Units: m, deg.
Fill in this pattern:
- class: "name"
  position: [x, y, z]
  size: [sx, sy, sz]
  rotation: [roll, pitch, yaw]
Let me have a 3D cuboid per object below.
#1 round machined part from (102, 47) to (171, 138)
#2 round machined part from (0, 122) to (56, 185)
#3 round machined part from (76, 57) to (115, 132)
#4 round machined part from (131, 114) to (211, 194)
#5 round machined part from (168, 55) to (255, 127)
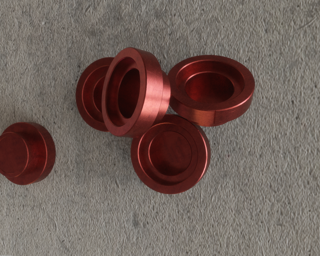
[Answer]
- class: "round machined part"
  position: [-0.025, -0.037, 0.348]
  size: [0.098, 0.042, 0.098]
  rotation: [-12, 75, 53]
- class: "round machined part"
  position: [-0.214, 0.039, 0.476]
  size: [0.098, 0.042, 0.097]
  rotation: [0, 90, 20]
- class: "round machined part"
  position: [-0.061, -0.044, 0.421]
  size: [0.098, 0.042, 0.097]
  rotation: [0, 90, 20]
- class: "round machined part"
  position: [0.016, 0.031, 0.393]
  size: [0.098, 0.042, 0.097]
  rotation: [1, 92, 21]
- class: "round machined part"
  position: [0.057, -0.040, 0.361]
  size: [0.099, 0.042, 0.098]
  rotation: [-2, 48, 2]
